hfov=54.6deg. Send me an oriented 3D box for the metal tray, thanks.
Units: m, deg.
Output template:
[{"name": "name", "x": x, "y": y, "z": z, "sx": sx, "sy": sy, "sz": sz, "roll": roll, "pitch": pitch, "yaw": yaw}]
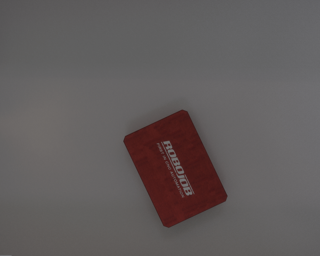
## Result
[{"name": "metal tray", "x": 0.020, "y": 0.052, "z": 0.409, "sx": 0.090, "sy": 0.030, "sz": 0.130, "roll": -25, "pitch": 90, "yaw": 0}]
